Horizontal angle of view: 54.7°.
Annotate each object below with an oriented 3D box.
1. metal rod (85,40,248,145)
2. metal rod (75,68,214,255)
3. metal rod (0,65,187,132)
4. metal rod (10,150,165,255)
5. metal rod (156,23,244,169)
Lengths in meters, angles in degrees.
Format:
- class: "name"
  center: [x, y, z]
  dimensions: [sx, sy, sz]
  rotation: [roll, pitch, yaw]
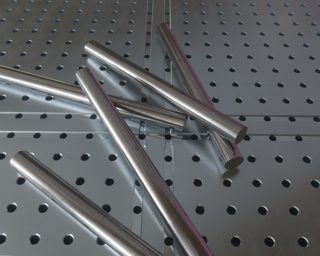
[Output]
- class: "metal rod"
  center: [-0.010, -0.063, 0.442]
  dimensions: [0.025, 0.025, 0.300]
  rotation: [-37, 54, -27]
- class: "metal rod"
  center: [-0.028, 0.033, 0.361]
  dimensions: [0.025, 0.025, 0.300]
  rotation: [-25, 60, -20]
- class: "metal rod"
  center: [-0.108, -0.046, 0.444]
  dimensions: [0.301, 0.025, 0.025]
  rotation: [16, 52, 12]
- class: "metal rod"
  center: [-0.048, 0.107, 0.317]
  dimensions: [0.300, 0.025, 0.025]
  rotation: [30, 56, 22]
- class: "metal rod"
  center: [0.047, -0.068, 0.465]
  dimensions: [0.025, 0.025, 0.300]
  rotation: [-13, 51, -11]
